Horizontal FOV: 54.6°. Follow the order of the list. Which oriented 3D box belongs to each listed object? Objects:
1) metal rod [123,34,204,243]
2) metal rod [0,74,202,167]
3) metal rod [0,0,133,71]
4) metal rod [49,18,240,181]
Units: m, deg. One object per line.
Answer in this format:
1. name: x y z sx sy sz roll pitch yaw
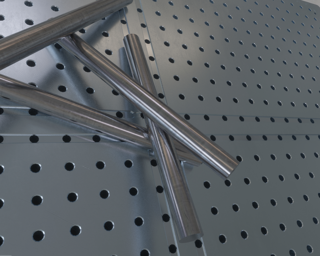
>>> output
1. metal rod: -0.007 -0.013 0.381 0.025 0.025 0.299 3 51 -27
2. metal rod: -0.083 -0.012 0.370 0.302 0.025 0.025 21 54 -16
3. metal rod: -0.107 -0.136 0.393 0.025 0.025 0.301 37 39 -3
4. metal rod: -0.035 -0.045 0.367 0.300 0.025 0.025 39 49 18
